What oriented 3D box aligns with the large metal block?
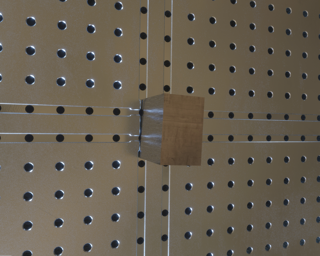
[{"bbox_3d":[0.012,0.002,0.388,0.050,0.080,0.079,4,89,-20],"label":"large metal block"}]
